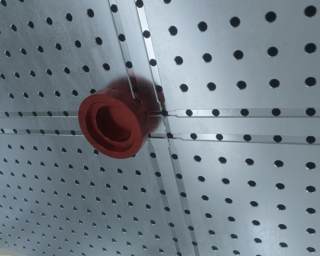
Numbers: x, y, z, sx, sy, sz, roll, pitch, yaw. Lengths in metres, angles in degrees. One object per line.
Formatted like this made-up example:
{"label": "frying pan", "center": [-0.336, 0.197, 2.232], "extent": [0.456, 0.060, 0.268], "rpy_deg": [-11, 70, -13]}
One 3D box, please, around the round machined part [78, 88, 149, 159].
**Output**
{"label": "round machined part", "center": [-0.058, -0.009, 0.424], "extent": [0.098, 0.042, 0.097], "rpy_deg": [13, 124, 20]}
